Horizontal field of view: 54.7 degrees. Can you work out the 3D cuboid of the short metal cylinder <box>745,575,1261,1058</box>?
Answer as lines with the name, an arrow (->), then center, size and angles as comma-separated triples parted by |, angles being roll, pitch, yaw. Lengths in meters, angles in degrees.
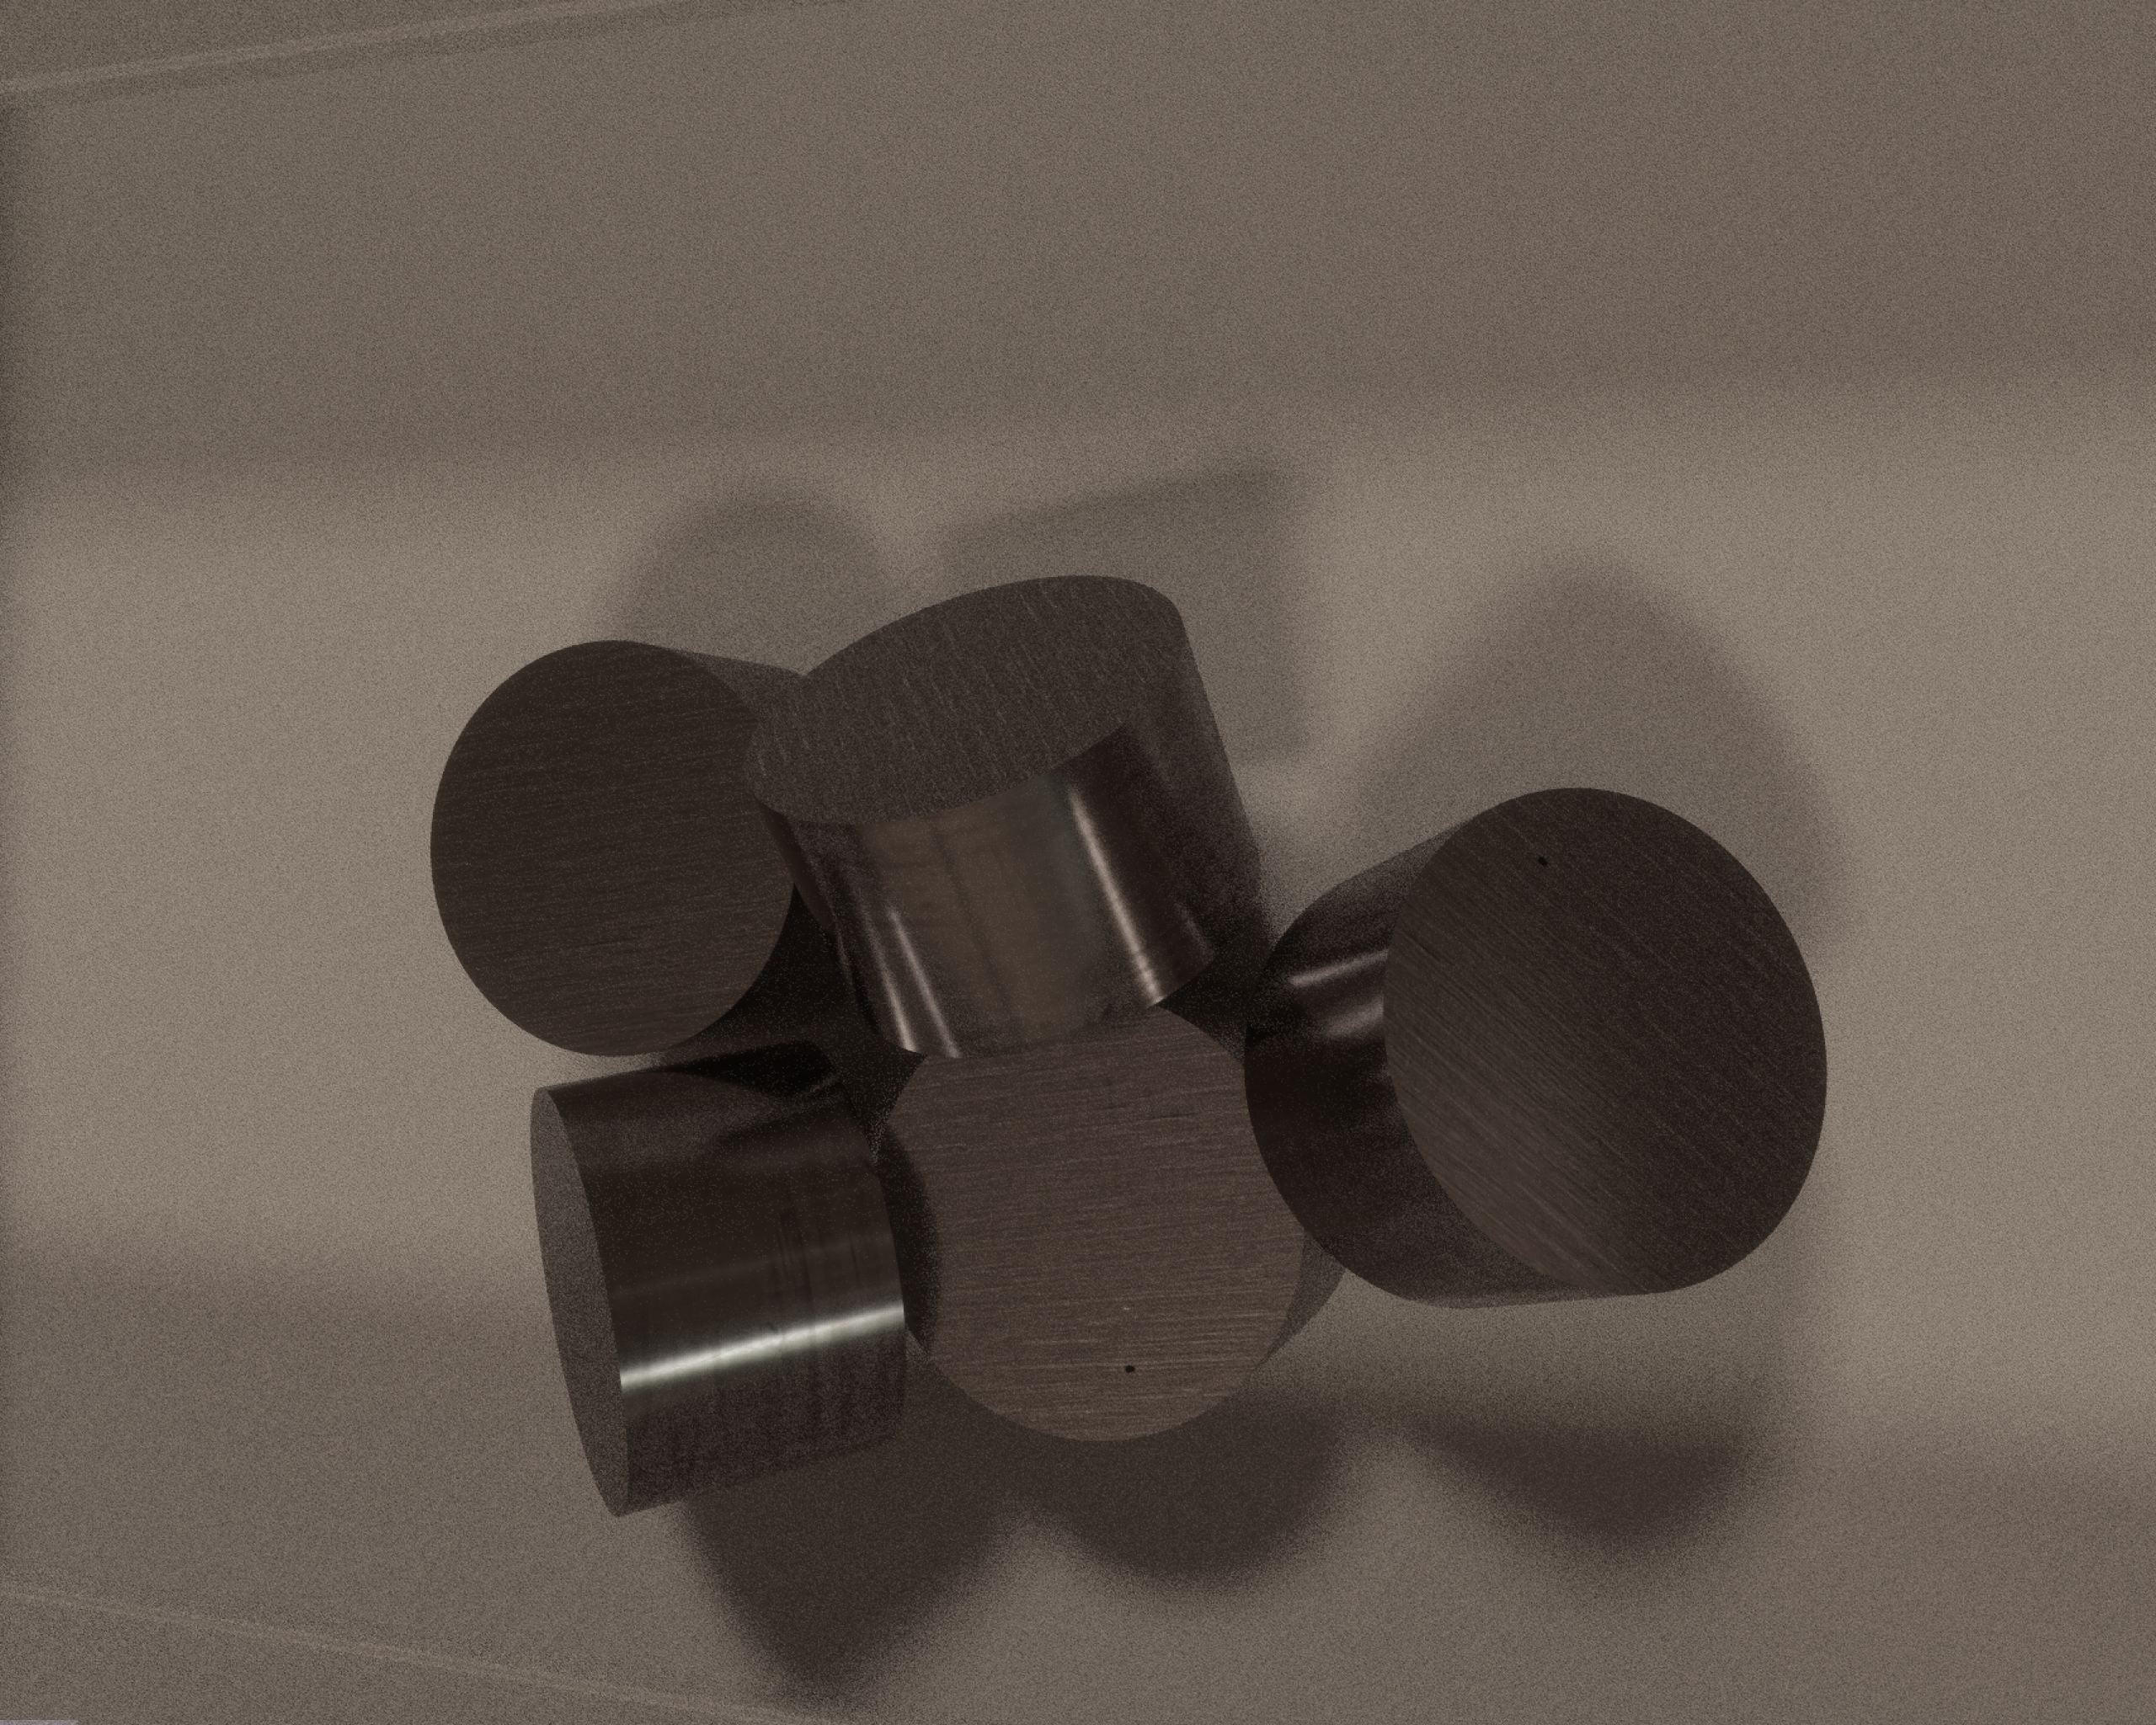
short metal cylinder -> -0.013, -0.010, 0.375 | 0.080, 0.080, 0.050 | -8, 123, 19

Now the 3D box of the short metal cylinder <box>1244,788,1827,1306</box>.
short metal cylinder -> 0.075, 0.033, 0.347 | 0.081, 0.050, 0.080 | 5, 74, -19

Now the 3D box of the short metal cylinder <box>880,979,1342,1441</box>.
short metal cylinder -> 0.009, 0.062, 0.392 | 0.080, 0.050, 0.079 | 0, 90, 19

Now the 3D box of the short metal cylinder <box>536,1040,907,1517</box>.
short metal cylinder -> -0.070, 0.077, 0.396 | 0.050, 0.080, 0.080 | -9, 86, -23

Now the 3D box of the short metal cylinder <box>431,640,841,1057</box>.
short metal cylinder -> -0.081, -0.003, 0.422 | 0.080, 0.050, 0.079 | 0, 90, 19
